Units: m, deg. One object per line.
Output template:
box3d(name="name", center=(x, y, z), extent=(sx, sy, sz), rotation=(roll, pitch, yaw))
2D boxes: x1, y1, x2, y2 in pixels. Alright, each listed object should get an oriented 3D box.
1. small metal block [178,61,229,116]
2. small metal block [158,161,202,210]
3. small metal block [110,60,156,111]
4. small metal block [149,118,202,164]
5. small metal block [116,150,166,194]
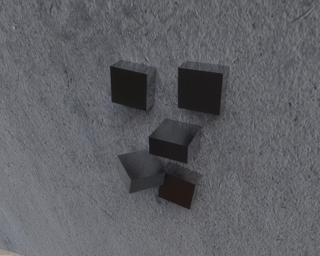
box3d(name="small metal block", center=(0.049, -0.046, 0.353), extent=(0.050, 0.025, 0.050), rotation=(12, 124, 21))
box3d(name="small metal block", center=(0.027, 0.082, 0.443), extent=(0.050, 0.025, 0.050), rotation=(19, 126, 17))
box3d(name="small metal block", center=(-0.034, -0.054, 0.391), extent=(0.050, 0.025, 0.050), rotation=(16, 125, 19))
box3d(name="small metal block", center=(0.020, 0.015, 0.389), extent=(0.050, 0.050, 0.025), rotation=(13, 124, 21))
box3d(name="small metal block", center=(-0.028, 0.058, 0.428), extent=(0.050, 0.050, 0.025), rotation=(52, 142, 43))
